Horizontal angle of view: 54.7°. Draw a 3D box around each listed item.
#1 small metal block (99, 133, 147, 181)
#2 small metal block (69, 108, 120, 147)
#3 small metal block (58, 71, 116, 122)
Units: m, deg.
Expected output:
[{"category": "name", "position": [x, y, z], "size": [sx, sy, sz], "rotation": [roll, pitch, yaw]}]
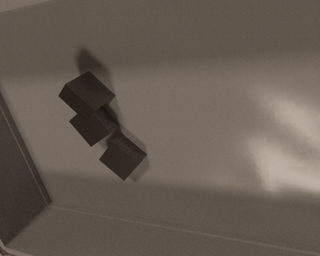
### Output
[{"category": "small metal block", "position": [-0.056, 0.044, 0.463], "size": [0.050, 0.025, 0.050], "rotation": [40, 129, 0]}, {"category": "small metal block", "position": [-0.096, -0.007, 0.453], "size": [0.050, 0.025, 0.050], "rotation": [-32, 101, 38]}, {"category": "small metal block", "position": [-0.097, -0.043, 0.415], "size": [0.050, 0.050, 0.025], "rotation": [43, 129, -2]}]
